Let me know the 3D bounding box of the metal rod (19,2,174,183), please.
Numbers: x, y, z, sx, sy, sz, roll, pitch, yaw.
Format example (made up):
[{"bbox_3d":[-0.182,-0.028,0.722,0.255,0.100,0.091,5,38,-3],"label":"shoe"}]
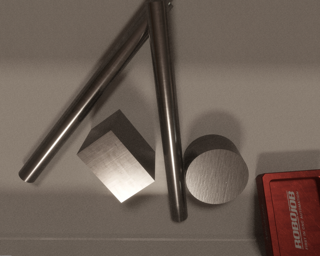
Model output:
[{"bbox_3d":[-0.090,-0.040,0.395,0.025,0.025,0.299,38,105,-13],"label":"metal rod"}]

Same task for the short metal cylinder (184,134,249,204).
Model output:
[{"bbox_3d":[0.073,0.055,0.419,0.081,0.050,0.079,0,110,-1],"label":"short metal cylinder"}]

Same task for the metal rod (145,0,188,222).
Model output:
[{"bbox_3d":[0.013,-0.003,0.396,0.025,0.025,0.298,-6,116,2],"label":"metal rod"}]

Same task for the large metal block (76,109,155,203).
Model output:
[{"bbox_3d":[-0.050,0.032,0.393,0.050,0.080,0.080,-35,107,12],"label":"large metal block"}]

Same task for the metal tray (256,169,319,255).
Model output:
[{"bbox_3d":[0.188,0.125,0.421,0.091,0.030,0.129,-4,77,0],"label":"metal tray"}]
